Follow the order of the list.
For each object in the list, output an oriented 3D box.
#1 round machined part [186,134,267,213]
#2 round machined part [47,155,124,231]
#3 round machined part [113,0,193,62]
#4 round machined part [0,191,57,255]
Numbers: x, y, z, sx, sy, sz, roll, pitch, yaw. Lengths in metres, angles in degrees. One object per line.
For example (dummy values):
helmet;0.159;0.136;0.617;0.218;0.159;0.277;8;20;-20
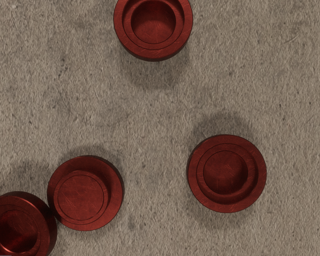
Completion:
round machined part;0.083;0.056;0.403;0.099;0.042;0.097;0;90;-1
round machined part;-0.097;0.085;0.400;0.099;0.042;0.097;0;90;-1
round machined part;-0.008;-0.134;0.401;0.099;0.042;0.097;0;90;-1
round machined part;-0.176;0.127;0.394;0.099;0.042;0.097;1;95;8
